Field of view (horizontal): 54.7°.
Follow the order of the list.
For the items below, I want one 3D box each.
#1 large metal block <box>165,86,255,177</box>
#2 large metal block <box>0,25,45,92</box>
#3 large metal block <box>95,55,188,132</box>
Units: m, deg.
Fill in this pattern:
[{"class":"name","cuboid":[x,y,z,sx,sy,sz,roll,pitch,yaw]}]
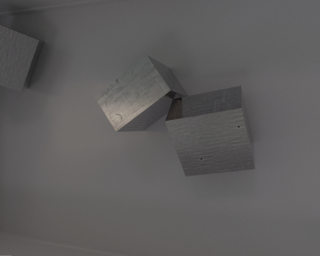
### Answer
[{"class":"large metal block","cuboid":[0.060,0.005,0.357,0.080,0.050,0.080,-10,121,19]},{"class":"large metal block","cuboid":[-0.229,-0.107,0.459,0.080,0.050,0.080,20,98,-16]},{"class":"large metal block","cuboid":[-0.019,-0.039,0.388,0.080,0.080,0.050,-36,78,16]}]
